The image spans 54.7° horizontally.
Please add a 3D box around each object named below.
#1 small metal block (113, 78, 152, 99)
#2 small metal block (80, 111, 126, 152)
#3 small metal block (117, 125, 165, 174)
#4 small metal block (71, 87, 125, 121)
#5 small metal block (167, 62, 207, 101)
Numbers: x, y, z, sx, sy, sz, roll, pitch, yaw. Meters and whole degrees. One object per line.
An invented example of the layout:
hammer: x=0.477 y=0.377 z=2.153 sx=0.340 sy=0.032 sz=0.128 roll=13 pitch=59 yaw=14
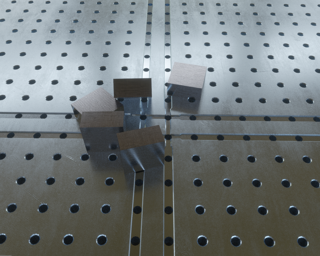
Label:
small metal block: x=-0.037 y=-0.054 z=0.434 sx=0.050 sy=0.050 sz=0.025 roll=-2 pitch=93 yaw=-2
small metal block: x=-0.068 y=0.005 z=0.386 sx=0.050 sy=0.050 sz=0.025 roll=-1 pitch=51 yaw=-2
small metal block: x=-0.022 y=0.026 z=0.369 sx=0.050 sy=0.050 sz=0.025 roll=-11 pitch=51 yaw=-10
small metal block: x=-0.084 y=-0.024 z=0.425 sx=0.050 sy=0.025 sz=0.050 roll=-36 pitch=58 yaw=-25
small metal block: x=0.041 y=-0.071 z=0.468 sx=0.050 sy=0.025 sz=0.050 roll=11 pitch=51 yaw=8
